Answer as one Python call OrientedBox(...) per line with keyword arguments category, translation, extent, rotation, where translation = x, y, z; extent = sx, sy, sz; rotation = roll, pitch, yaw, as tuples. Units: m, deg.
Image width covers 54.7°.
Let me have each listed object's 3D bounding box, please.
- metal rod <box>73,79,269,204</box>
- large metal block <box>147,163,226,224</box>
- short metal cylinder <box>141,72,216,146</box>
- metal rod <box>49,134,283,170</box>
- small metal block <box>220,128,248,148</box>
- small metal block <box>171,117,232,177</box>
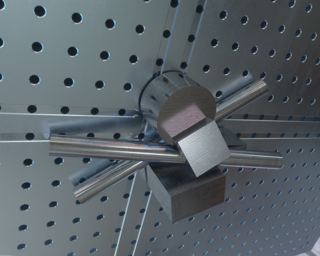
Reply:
OrientedBox(category="metal rod", translation=(0.021, 0.014, 0.428), extent=(0.301, 0.025, 0.025), rotation=(-30, 129, -9))
OrientedBox(category="large metal block", translation=(0.034, 0.074, 0.435), extent=(0.081, 0.080, 0.050), rotation=(-17, 125, -19))
OrientedBox(category="short metal cylinder", translation=(0.022, -0.024, 0.388), extent=(0.081, 0.050, 0.079), rotation=(-14, 123, -21))
OrientedBox(category="metal rod", translation=(0.020, 0.032, 0.392), extent=(0.302, 0.025, 0.025), rotation=(5, 117, -16))
OrientedBox(category="small metal block", translation=(0.089, 0.023, 0.454), extent=(0.050, 0.050, 0.025), rotation=(0, 118, -28))
OrientedBox(category="small metal block", translation=(0.050, 0.022, 0.372), extent=(0.050, 0.025, 0.050), rotation=(-31, 106, -8))
